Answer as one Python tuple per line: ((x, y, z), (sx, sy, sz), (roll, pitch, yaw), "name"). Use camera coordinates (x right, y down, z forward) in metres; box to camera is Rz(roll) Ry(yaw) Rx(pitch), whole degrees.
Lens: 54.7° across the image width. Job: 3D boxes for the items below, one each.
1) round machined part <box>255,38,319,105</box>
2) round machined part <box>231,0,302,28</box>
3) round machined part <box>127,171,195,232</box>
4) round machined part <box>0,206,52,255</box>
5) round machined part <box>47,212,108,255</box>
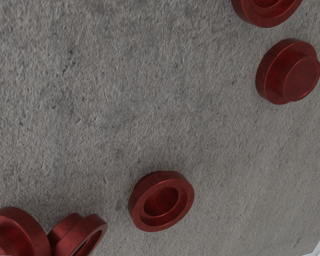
((0.193, -0.077, 0.453), (0.099, 0.042, 0.097), (-14, 124, -21), "round machined part")
((0.121, -0.170, 0.356), (0.099, 0.042, 0.097), (-14, 124, -21), "round machined part")
((-0.002, 0.103, 0.458), (0.099, 0.042, 0.097), (-14, 124, -21), "round machined part")
((-0.176, 0.143, 0.350), (0.042, 0.098, 0.097), (-26, 142, -65), "round machined part")
((-0.117, 0.151, 0.405), (0.098, 0.042, 0.098), (-49, 164, -18), "round machined part")
